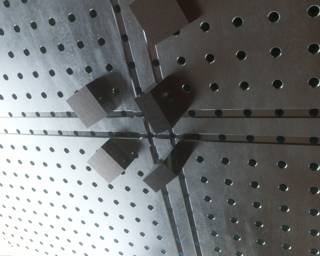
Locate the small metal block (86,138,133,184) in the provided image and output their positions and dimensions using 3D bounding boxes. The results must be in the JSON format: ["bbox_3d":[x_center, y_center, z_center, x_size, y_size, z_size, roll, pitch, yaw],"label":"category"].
[{"bbox_3d":[-0.079,0.053,0.486,0.050,0.025,0.050,45,129,-3],"label":"small metal block"}]

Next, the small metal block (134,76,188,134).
[{"bbox_3d":[0.003,-0.028,0.377,0.025,0.050,0.050,-22,107,36],"label":"small metal block"}]

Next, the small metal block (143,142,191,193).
[{"bbox_3d":[0.010,0.054,0.424,0.025,0.050,0.050,43,129,-2],"label":"small metal block"}]

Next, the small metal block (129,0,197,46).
[{"bbox_3d":[0.003,-0.125,0.333,0.050,0.025,0.050,-23,106,36],"label":"small metal block"}]

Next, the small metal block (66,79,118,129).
[{"bbox_3d":[-0.098,-0.034,0.443,0.050,0.025,0.050,-27,104,37],"label":"small metal block"}]
